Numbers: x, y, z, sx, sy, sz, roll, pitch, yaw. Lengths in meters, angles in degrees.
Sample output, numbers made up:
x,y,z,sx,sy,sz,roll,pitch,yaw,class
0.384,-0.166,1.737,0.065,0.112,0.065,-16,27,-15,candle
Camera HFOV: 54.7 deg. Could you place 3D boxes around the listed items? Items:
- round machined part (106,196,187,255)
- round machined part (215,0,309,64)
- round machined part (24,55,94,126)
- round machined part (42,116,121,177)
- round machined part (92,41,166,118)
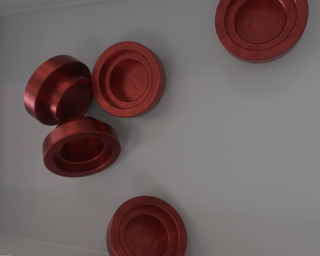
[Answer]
x,y,z,sx,sy,sz,roll,pitch,yaw,class
-0.019,0.139,0.389,0.098,0.099,0.042,47,140,14,round machined part
0.117,-0.123,0.360,0.098,0.042,0.097,0,90,20,round machined part
-0.126,-0.044,0.416,0.042,0.098,0.098,32,101,19,round machined part
-0.106,0.022,0.416,0.098,0.098,0.042,-35,51,16,round machined part
-0.038,-0.062,0.415,0.098,0.042,0.097,0,90,20,round machined part
